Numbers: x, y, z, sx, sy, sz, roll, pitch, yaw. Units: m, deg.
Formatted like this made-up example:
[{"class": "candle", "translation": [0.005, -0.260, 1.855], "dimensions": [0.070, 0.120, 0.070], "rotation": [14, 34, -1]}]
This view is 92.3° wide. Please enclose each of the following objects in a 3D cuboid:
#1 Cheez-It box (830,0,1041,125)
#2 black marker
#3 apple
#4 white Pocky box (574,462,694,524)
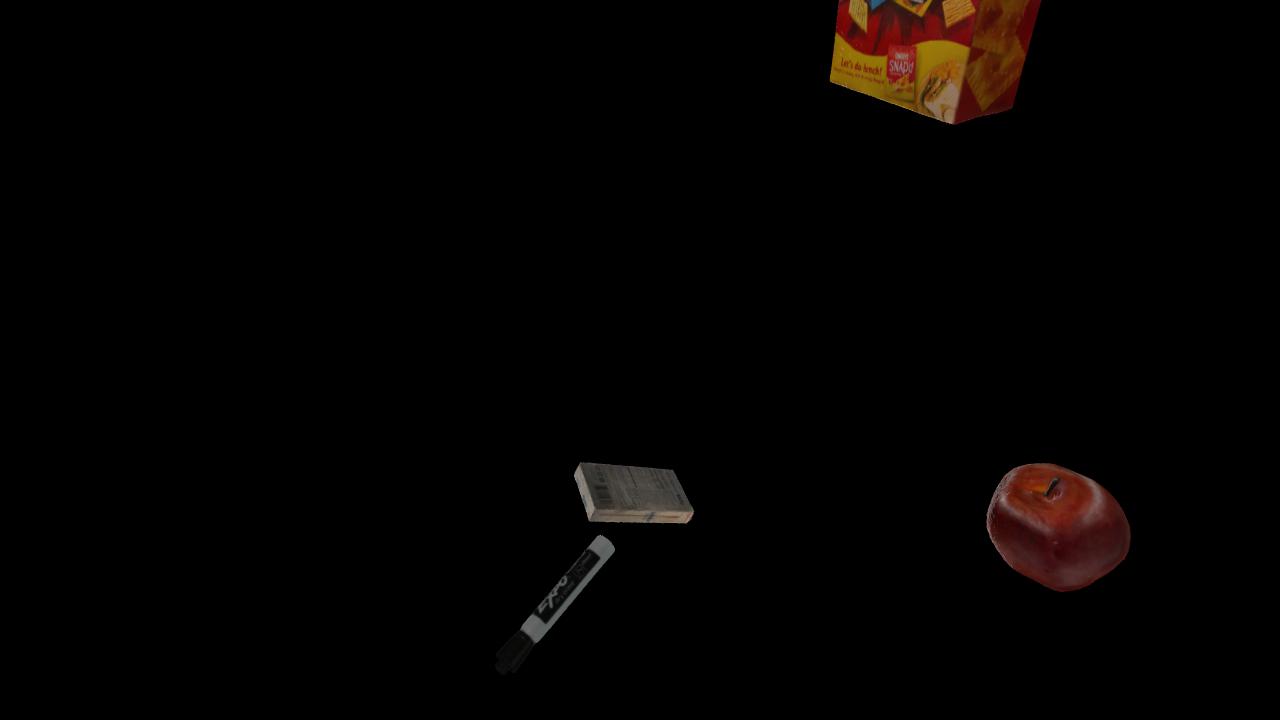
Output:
[{"class": "Cheez-It box", "translation": [0.238, -0.326, 0.494], "dimensions": [0.071, 0.223, 0.166], "rotation": [-19, 40, -14]}, {"class": "black marker", "translation": [-0.063, 0.182, 0.463], "dimensions": [0.020, 0.020, 0.121], "rotation": [0, 34, 46]}, {"class": "apple", "translation": [0.279, 0.112, 0.413], "dimensions": [0.079, 0.093, 0.079], "rotation": [-20, 31, 12]}, {"class": "white Pocky box", "translation": [-0.008, 0.182, 0.838], "dimensions": [0.154, 0.028, 0.084], "rotation": [10, 31, -29]}]
